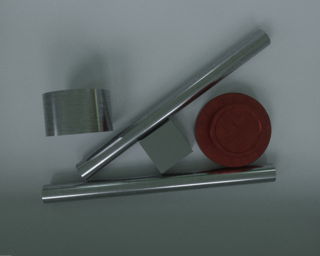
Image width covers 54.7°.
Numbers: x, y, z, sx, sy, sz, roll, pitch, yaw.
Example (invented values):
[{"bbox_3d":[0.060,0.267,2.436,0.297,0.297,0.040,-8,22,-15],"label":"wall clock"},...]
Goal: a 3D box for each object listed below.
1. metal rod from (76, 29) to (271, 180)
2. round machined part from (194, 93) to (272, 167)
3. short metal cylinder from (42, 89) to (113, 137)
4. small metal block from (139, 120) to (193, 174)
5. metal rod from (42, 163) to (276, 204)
[{"bbox_3d":[0.018,-0.031,0.410,0.301,0.025,0.025,-36,90,-1],"label":"metal rod"},{"bbox_3d":[0.096,0.003,0.401,0.099,0.042,0.097,0,90,-1],"label":"round machined part"},{"bbox_3d":[-0.100,-0.018,0.382,0.081,0.080,0.050,-5,90,-1],"label":"short metal cylinder"},{"bbox_3d":[0.008,0.024,0.409,0.050,0.025,0.050,-36,90,0],"label":"small metal block"},{"bbox_3d":[-0.001,0.073,0.410,0.302,0.025,0.025,-5,90,-1],"label":"metal rod"}]
